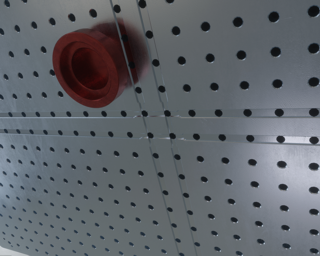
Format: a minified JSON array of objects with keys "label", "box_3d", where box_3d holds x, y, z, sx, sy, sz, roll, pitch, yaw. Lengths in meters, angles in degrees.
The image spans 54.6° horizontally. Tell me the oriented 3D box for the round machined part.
[{"label":"round machined part","box_3d":[-0.084,-0.078,0.397,0.098,0.042,0.097,13,124,21]}]
